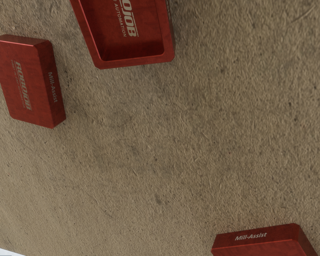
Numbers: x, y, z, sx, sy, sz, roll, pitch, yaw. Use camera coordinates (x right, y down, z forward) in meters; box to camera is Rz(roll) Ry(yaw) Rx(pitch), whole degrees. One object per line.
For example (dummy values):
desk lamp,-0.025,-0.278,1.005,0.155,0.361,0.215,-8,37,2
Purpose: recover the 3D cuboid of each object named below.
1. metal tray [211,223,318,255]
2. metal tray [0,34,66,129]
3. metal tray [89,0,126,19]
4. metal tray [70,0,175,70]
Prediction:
metal tray,0.151,0.187,0.440,0.130,0.030,0.090,-24,106,36
metal tray,-0.196,-0.068,0.465,0.090,0.030,0.129,13,124,21
metal tray,-0.049,-0.190,0.311,0.090,0.030,0.129,40,129,0
metal tray,-0.038,-0.124,0.308,0.090,0.030,0.129,-5,134,10
